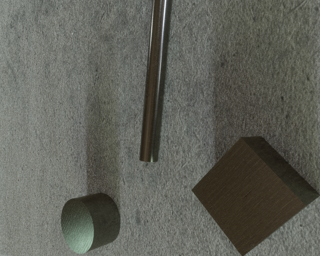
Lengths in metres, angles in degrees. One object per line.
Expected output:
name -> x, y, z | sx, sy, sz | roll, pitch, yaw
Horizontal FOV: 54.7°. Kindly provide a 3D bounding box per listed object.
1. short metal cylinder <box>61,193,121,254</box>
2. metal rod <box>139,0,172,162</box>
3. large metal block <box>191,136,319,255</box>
short metal cylinder -> -0.107, 0.144, 0.474 | 0.080, 0.050, 0.079 | 0, 90, 39
metal rod -> -0.003, -0.105, 0.404 | 0.025, 0.025, 0.298 | 8, 95, 39
large metal block -> 0.093, 0.065, 0.311 | 0.080, 0.050, 0.080 | 52, 120, 27
